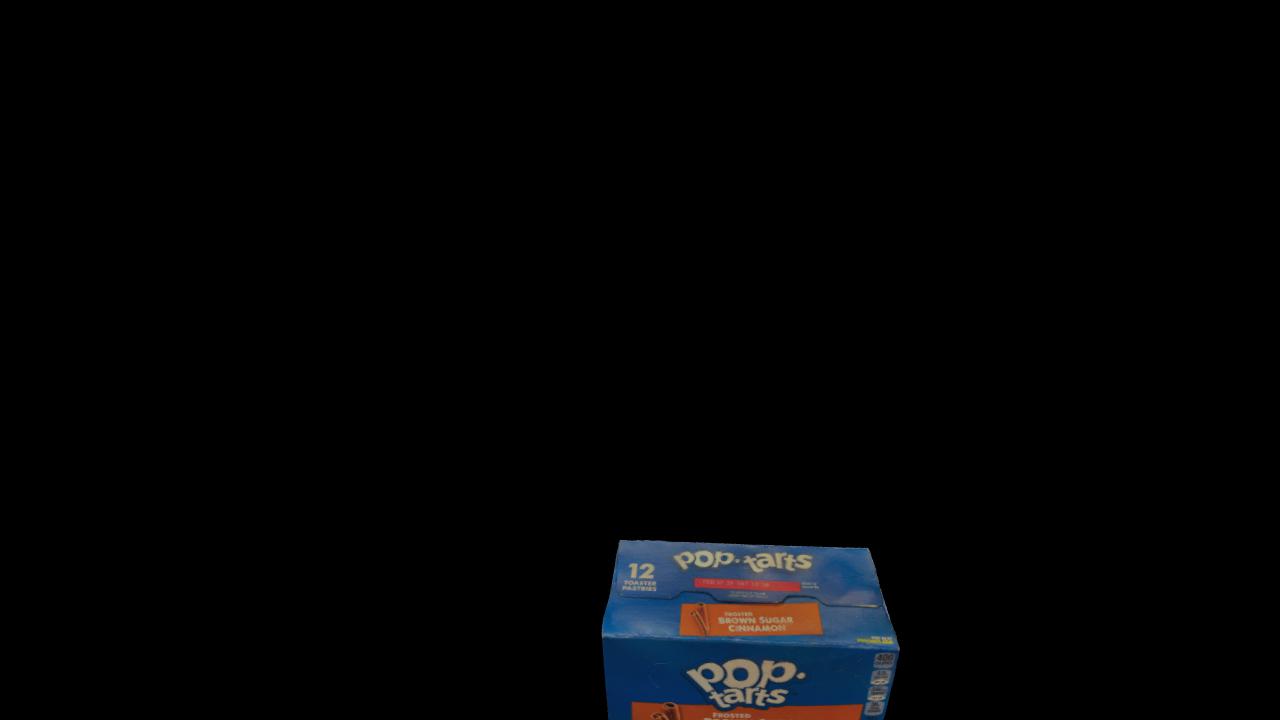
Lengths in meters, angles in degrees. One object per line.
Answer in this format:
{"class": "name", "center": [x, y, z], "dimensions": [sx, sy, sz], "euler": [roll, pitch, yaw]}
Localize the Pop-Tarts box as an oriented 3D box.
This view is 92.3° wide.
{"class": "Pop-Tarts box", "center": [0.066, 0.200, 0.403], "dimensions": [0.167, 0.141, 0.083], "euler": [1, 26, 4]}
